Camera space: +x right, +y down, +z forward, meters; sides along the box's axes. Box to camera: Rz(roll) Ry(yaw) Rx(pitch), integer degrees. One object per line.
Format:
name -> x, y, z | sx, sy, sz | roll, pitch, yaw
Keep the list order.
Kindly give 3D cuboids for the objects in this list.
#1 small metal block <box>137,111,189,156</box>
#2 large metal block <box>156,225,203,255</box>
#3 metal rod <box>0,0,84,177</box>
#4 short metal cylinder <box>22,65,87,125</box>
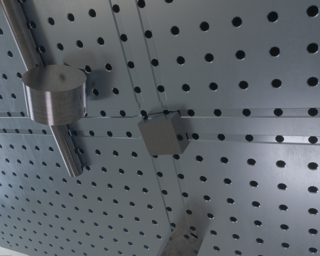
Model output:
small metal block -> 0.005, 0.008, 0.414 | 0.050, 0.025, 0.050 | -6, 116, 31
large metal block -> 0.018, 0.221, 0.503 | 0.050, 0.080, 0.079 | 31, 129, 8
metal rod -> -0.174, -0.053, 0.469 | 0.025, 0.025, 0.298 | 1, 119, 27
short metal cylinder -> -0.141, -0.047, 0.421 | 0.080, 0.080, 0.050 | 20, 126, 16
